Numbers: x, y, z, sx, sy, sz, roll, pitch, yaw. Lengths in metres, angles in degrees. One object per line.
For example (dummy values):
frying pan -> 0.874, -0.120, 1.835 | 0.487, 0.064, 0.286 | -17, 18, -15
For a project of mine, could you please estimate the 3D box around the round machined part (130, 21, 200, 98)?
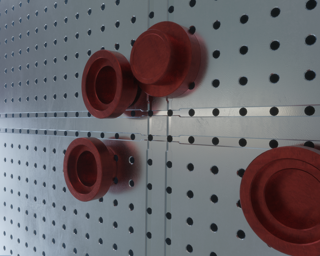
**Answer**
round machined part -> -0.001, -0.089, 0.400 | 0.098, 0.042, 0.097 | 0, 90, 40

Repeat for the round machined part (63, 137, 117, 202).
round machined part -> -0.106, 0.063, 0.487 | 0.098, 0.042, 0.097 | 0, 90, 40

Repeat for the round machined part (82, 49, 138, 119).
round machined part -> -0.070, -0.063, 0.455 | 0.098, 0.042, 0.097 | 2, 93, 44

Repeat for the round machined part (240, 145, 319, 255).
round machined part -> 0.130, 0.065, 0.292 | 0.098, 0.042, 0.097 | 0, 90, 40
